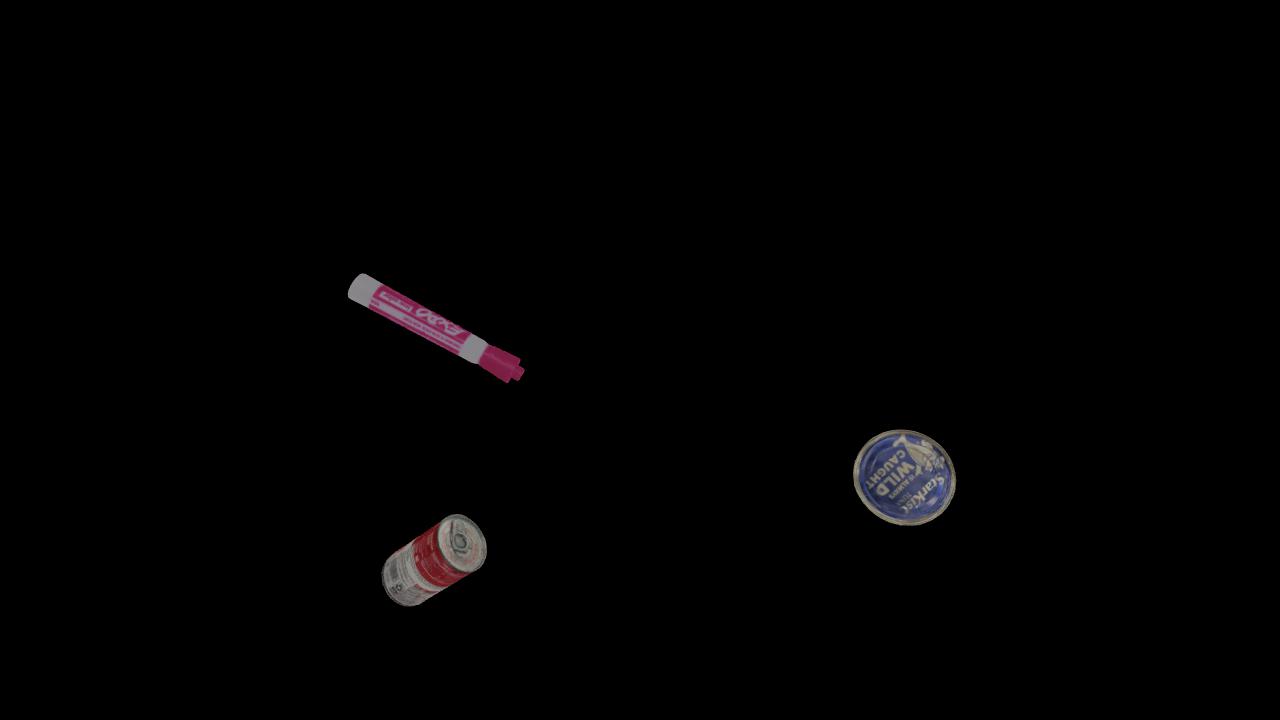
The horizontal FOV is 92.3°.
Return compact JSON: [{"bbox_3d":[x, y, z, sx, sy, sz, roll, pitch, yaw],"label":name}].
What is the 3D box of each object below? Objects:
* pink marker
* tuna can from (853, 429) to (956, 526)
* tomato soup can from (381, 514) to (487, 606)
[{"bbox_3d":[-0.131,-0.019,0.403,0.121,0.020,0.020,29,-3,-5],"label":"pink marker"},{"bbox_3d":[0.238,0.106,0.557,0.084,0.084,0.034,0,-9,21],"label":"tuna can"},{"bbox_3d":[-0.232,0.227,0.692,0.101,0.068,0.068,-35,-14,21],"label":"tomato soup can"}]
